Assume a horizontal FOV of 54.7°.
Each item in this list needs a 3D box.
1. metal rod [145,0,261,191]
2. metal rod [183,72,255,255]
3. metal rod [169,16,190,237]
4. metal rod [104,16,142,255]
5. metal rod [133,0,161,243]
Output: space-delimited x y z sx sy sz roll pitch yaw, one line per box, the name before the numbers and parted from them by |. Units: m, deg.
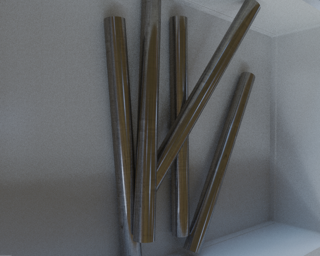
metal rod | 0.055 -0.046 0.411 0.025 0.025 0.300 37 78 -34
metal rod | 0.098 0.041 0.481 0.025 0.025 0.300 37 65 -34
metal rod | 0.027 -0.002 0.428 0.025 0.025 0.298 -1 91 -40
metal rod | -0.043 0.022 0.370 0.025 0.025 0.298 -7 94 -40
metal rod | -0.014 -0.020 0.374 0.025 0.025 0.298 9 79 -40
